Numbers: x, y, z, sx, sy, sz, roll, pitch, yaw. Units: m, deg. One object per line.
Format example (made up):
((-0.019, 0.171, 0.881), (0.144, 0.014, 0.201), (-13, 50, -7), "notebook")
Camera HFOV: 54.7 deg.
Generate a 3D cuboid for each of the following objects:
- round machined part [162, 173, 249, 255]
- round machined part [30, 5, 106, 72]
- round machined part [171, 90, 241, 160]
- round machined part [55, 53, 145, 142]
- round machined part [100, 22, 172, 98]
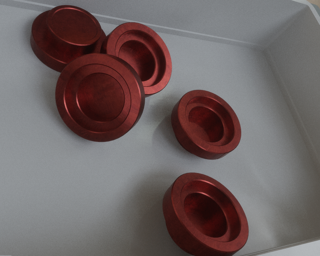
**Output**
((0.046, 0.101, 0.345), (0.099, 0.042, 0.098), (23, 35, -17), "round machined part")
((-0.115, -0.121, 0.406), (0.099, 0.042, 0.098), (14, 56, -21), "round machined part")
((0.059, -0.001, 0.427), (0.099, 0.042, 0.098), (14, 56, -21), "round machined part")
((-0.065, -0.036, 0.358), (0.098, 0.098, 0.042), (41, 16, -1), "round machined part")
((-0.035, -0.087, 0.416), (0.099, 0.042, 0.098), (8, 76, -34), "round machined part")
